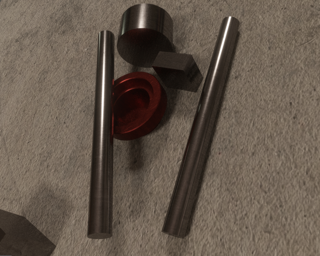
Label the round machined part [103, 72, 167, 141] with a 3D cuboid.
[{"bbox_3d":[-0.035,-0.026,0.426,0.098,0.042,0.098,-13,56,20],"label":"round machined part"}]

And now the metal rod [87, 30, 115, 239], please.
[{"bbox_3d":[-0.072,-0.016,0.395,0.025,0.025,0.299,-17,55,18],"label":"metal rod"}]

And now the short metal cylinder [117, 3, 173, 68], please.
[{"bbox_3d":[-0.021,-0.136,0.461,0.080,0.080,0.050,-11,57,22],"label":"short metal cylinder"}]

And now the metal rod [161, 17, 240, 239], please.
[{"bbox_3d":[0.057,-0.018,0.384,0.025,0.025,0.300,5,64,30],"label":"metal rod"}]

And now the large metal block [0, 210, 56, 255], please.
[{"bbox_3d":[-0.192,0.141,0.381,0.080,0.080,0.050,22,74,35],"label":"large metal block"}]

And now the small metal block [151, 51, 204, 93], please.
[{"bbox_3d":[0.025,-0.076,0.420,0.050,0.050,0.025,15,70,34],"label":"small metal block"}]
